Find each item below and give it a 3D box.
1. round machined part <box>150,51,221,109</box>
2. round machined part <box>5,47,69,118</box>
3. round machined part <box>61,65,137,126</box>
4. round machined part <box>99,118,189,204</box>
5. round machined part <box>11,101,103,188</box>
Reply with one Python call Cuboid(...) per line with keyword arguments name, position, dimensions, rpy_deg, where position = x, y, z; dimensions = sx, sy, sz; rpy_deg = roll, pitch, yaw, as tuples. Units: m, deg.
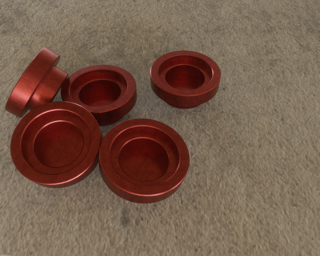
Cuboid(name="round machined part", position=(0.036, -0.066, 0.448), dimensions=(0.099, 0.042, 0.098), rpy_deg=(0, 50, 0))
Cuboid(name="round machined part", position=(-0.158, -0.054, 0.411), dimensions=(0.042, 0.098, 0.098), rpy_deg=(32, 49, -18))
Cuboid(name="round machined part", position=(-0.081, -0.040, 0.423), dimensions=(0.099, 0.042, 0.098), rpy_deg=(0, 48, 0))
Cuboid(name="round machined part", position=(-0.019, 0.040, 0.352), dimensions=(0.099, 0.042, 0.098), rpy_deg=(6, 53, -8))
Cuboid(name="round machined part", position=(-0.115, 0.021, 0.361), dimensions=(0.099, 0.042, 0.098), rpy_deg=(1, 68, -2))
